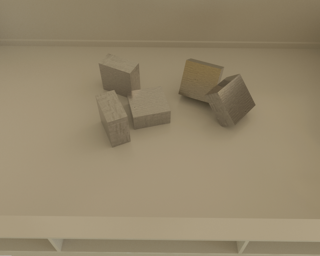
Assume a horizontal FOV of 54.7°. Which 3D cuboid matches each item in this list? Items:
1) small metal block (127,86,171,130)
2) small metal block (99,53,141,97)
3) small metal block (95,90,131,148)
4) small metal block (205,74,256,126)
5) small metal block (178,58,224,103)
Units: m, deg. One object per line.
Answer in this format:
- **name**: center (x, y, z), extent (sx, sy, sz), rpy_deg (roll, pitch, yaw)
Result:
- **small metal block**: center (-0.016, -0.029, 0.429), extent (0.050, 0.025, 0.050), rpy_deg (-11, 51, -9)
- **small metal block**: center (-0.058, -0.075, 0.451), extent (0.050, 0.050, 0.025), rpy_deg (20, 53, 16)
- **small metal block**: center (-0.060, -0.012, 0.398), extent (0.025, 0.050, 0.050), rpy_deg (-19, 53, -15)
- **small metal block**: center (0.095, -0.037, 0.418), extent (0.050, 0.050, 0.025), rpy_deg (-40, 17, -28)
- **small metal block**: center (0.059, -0.068, 0.442), extent (0.050, 0.050, 0.025), rpy_deg (18, 23, 14)
